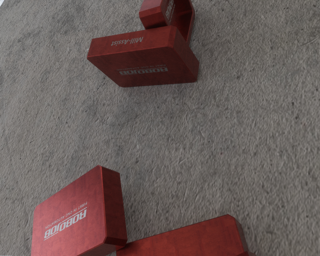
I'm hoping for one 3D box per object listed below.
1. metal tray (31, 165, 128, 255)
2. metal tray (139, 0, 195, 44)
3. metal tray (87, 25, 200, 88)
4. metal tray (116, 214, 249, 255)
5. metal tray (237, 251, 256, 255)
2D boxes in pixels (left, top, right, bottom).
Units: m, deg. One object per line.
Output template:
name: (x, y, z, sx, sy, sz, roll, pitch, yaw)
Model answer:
metal tray: (-0.099, 0.112, 0.361, 0.130, 0.030, 0.090, -34, 48, 25)
metal tray: (0.015, -0.162, 0.439, 0.030, 0.090, 0.130, -7, 48, 24)
metal tray: (-0.022, -0.093, 0.428, 0.130, 0.090, 0.030, 0, 69, 28)
metal tray: (0.024, 0.146, 0.298, 0.130, 0.030, 0.090, -21, 54, 15)
metal tray: (0.038, 0.170, 0.249, 0.130, 0.030, 0.090, -27, 74, 5)
